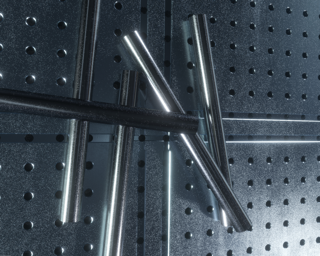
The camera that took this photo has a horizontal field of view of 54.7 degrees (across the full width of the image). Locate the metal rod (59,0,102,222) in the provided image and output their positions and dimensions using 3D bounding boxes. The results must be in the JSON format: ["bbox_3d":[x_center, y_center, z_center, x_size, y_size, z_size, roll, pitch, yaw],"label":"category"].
[{"bbox_3d":[-0.095,-0.038,0.377,0.025,0.025,0.298,6,88,-20],"label":"metal rod"}]

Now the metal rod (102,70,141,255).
[{"bbox_3d":[-0.052,0.076,0.394,0.025,0.025,0.298,6,88,-20],"label":"metal rod"}]

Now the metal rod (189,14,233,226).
[{"bbox_3d":[0.077,-0.008,0.442,0.025,0.025,0.298,-11,94,-20],"label":"metal rod"}]

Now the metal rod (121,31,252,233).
[{"bbox_3d":[0.038,0.009,0.413,0.025,0.025,0.299,-33,96,-17],"label":"metal rod"}]

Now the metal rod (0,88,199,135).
[{"bbox_3d":[-0.104,-0.022,0.349,0.302,0.025,0.025,7,88,-11],"label":"metal rod"}]
